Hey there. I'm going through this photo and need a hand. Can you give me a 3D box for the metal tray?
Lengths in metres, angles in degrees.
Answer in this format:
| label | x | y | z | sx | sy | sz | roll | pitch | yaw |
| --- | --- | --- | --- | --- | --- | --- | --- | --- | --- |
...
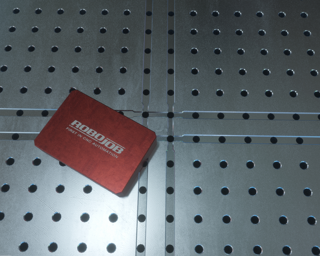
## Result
| label | x | y | z | sx | sy | sz | roll | pitch | yaw |
| --- | --- | --- | --- | --- | --- | --- | --- | --- | --- |
| metal tray | -0.081 | 0.018 | 0.402 | 0.130 | 0.030 | 0.090 | 29 | 72 | 10 |
